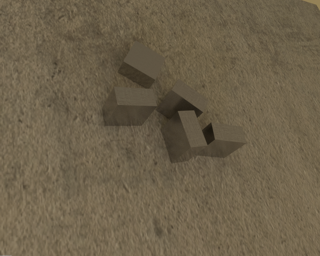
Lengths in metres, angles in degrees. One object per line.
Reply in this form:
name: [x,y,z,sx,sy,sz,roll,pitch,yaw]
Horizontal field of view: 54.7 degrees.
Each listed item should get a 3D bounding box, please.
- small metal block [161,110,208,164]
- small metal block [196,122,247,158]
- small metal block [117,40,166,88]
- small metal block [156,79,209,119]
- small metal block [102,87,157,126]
small metal block: [0.029,0.012,0.398,0.025,0.050,0.050,-4,64,-30]
small metal block: [0.079,0.018,0.422,0.050,0.050,0.025,7,59,-25]
small metal block: [-0.026,-0.091,0.447,0.050,0.025,0.050,29,52,-10]
small metal block: [0.030,-0.031,0.425,0.050,0.050,0.025,35,51,-6]
small metal block: [-0.039,-0.025,0.384,0.050,0.050,0.025,0,62,-29]
